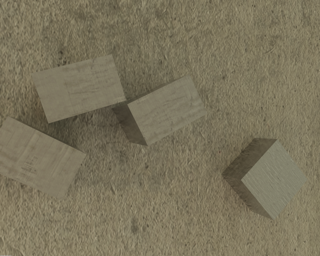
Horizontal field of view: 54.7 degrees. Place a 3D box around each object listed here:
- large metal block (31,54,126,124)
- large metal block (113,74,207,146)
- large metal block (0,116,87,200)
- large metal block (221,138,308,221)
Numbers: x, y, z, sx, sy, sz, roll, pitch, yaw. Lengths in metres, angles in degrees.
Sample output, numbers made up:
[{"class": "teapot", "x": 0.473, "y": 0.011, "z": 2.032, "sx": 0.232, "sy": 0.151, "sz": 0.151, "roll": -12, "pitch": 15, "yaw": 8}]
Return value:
[{"class": "large metal block", "x": -0.092, "y": -0.041, "z": 0.346, "sx": 0.081, "sy": 0.080, "sz": 0.050, "roll": -19, "pitch": 97, "yaw": -19}, {"class": "large metal block", "x": -0.004, "y": -0.021, "z": 0.378, "sx": 0.080, "sy": 0.080, "sz": 0.050, "roll": -28, "pitch": 100, "yaw": -18}, {"class": "large metal block", "x": -0.132, "y": 0.029, "z": 0.331, "sx": 0.080, "sy": 0.080, "sz": 0.050, "roll": 29, "pitch": 81, "yaw": -18}, {"class": "large metal block", "x": 0.152, "y": 0.071, "z": 0.452, "sx": 0.080, "sy": 0.050, "sz": 0.080, "roll": -44, "pitch": 104, "yaw": -15}]
